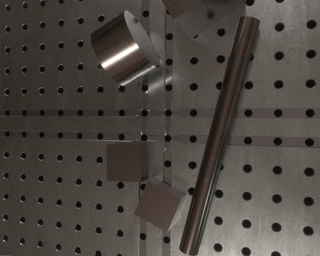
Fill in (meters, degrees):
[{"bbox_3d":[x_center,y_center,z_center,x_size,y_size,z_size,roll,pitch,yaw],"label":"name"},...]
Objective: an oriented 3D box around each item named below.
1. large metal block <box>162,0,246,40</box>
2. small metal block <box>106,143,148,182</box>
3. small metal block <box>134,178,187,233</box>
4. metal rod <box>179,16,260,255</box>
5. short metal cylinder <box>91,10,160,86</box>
[{"bbox_3d":[0.049,-0.158,0.366,0.080,0.080,0.050,-31,80,17],"label":"large metal block"},{"bbox_3d":[-0.045,0.047,0.427,0.050,0.025,0.050,-2,90,19],"label":"small metal block"},{"bbox_3d":[0.001,0.101,0.412,0.050,0.025,0.050,24,98,18],"label":"small metal block"},{"bbox_3d":[0.073,0.014,0.386,0.025,0.025,0.298,16,95,19],"label":"metal rod"},{"bbox_3d":[-0.043,-0.101,0.397,0.050,0.080,0.080,-27,81,18],"label":"short metal cylinder"}]
